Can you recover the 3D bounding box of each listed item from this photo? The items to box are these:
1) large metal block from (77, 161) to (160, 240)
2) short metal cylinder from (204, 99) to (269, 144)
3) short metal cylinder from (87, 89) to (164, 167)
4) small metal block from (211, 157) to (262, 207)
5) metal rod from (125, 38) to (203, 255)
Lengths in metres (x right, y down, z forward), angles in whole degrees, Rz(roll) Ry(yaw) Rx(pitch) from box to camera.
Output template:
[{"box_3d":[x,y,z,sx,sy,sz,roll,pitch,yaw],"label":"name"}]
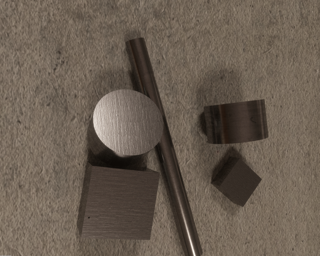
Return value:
[{"box_3d":[-0.052,0.087,0.378,0.081,0.050,0.080,9,87,-20],"label":"large metal block"},{"box_3d":[0.102,-0.009,0.419,0.081,0.080,0.050,-8,93,-20],"label":"short metal cylinder"},{"box_3d":[-0.042,0.001,0.367,0.081,0.050,0.080,8,66,-18],"label":"short metal cylinder"},{"box_3d":[0.112,0.078,0.452,0.050,0.025,0.050,42,76,-16],"label":"small metal block"},{"box_3d":[0.007,0.031,0.412,0.025,0.025,0.298,-18,96,-20],"label":"metal rod"}]
